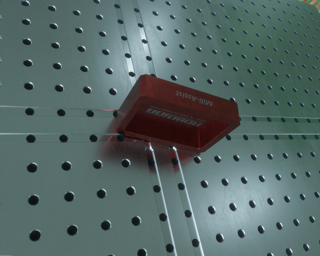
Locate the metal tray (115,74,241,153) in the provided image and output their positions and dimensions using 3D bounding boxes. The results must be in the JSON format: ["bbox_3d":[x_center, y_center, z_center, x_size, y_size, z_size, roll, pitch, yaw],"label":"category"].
[{"bbox_3d":[0.020,-0.012,0.386,0.131,0.090,0.030,14,56,-21],"label":"metal tray"}]
